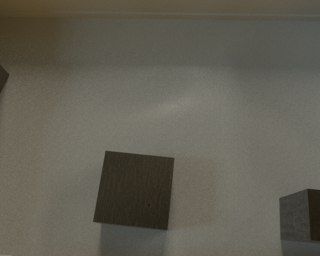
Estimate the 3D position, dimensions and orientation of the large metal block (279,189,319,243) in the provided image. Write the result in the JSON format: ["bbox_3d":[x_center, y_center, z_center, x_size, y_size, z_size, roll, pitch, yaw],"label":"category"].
[{"bbox_3d":[0.188,0.102,0.344,0.080,0.080,0.050,5,70,2],"label":"large metal block"}]

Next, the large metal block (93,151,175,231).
[{"bbox_3d":[-0.028,0.076,0.368,0.080,0.050,0.080,6,70,2],"label":"large metal block"}]

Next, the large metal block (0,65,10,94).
[{"bbox_3d":[-0.253,-0.060,0.401,0.050,0.080,0.080,14,71,5],"label":"large metal block"}]
